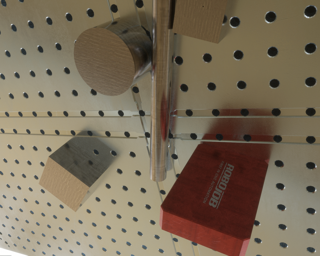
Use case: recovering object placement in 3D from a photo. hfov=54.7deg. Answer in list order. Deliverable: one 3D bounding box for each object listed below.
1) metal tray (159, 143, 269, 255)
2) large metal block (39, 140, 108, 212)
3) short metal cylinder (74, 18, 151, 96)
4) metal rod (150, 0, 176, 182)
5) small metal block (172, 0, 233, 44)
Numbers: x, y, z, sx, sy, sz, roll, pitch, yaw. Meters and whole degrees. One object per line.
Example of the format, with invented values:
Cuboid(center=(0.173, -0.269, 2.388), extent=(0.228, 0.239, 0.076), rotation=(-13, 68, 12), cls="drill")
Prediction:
Cuboid(center=(0.066, 0.073, 0.353), extent=(0.090, 0.131, 0.030), rotation=(16, 125, 19), cls="metal tray")
Cuboid(center=(-0.147, 0.081, 0.520), extent=(0.080, 0.050, 0.079), rotation=(37, 129, 3), cls="large metal block")
Cuboid(center=(-0.054, -0.085, 0.369), extent=(0.080, 0.050, 0.079), rotation=(13, 124, 20), cls="short metal cylinder")
Cuboid(center=(0.002, -0.055, 0.374), extent=(0.025, 0.025, 0.298), rotation=(15, 125, 19), cls="metal rod")
Cuboid(center=(0.044, -0.119, 0.314), extent=(0.050, 0.025, 0.050), rotation=(19, 126, 16), cls="small metal block")
